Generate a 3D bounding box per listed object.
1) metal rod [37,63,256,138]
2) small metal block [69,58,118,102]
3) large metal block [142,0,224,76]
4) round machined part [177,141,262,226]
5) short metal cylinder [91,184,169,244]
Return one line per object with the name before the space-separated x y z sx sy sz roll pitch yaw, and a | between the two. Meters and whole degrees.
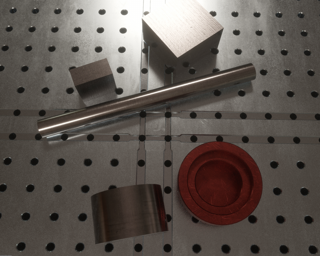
metal rod | -0.013 -0.040 0.426 0.302 0.025 0.025 -16 71 -6
small metal block | -0.089 -0.064 0.421 0.050 0.050 0.025 -20 72 -8
large metal block | 0.031 -0.136 0.449 0.080 0.050 0.080 -35 74 -12
round machined part | 0.070 0.069 0.379 0.099 0.042 0.098 0 70 -1
short metal cylinder | -0.034 0.097 0.347 0.081 0.080 0.050 -9 71 -4
